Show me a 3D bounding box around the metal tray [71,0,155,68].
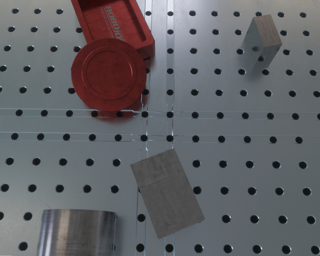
[{"bbox_3d":[-0.071,-0.155,0.465,0.091,0.030,0.130,-20,71,-8],"label":"metal tray"}]

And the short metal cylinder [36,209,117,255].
[{"bbox_3d":[-0.090,0.118,0.339,0.080,0.080,0.050,1,70,0],"label":"short metal cylinder"}]

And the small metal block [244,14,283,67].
[{"bbox_3d":[0.147,-0.125,0.445,0.025,0.050,0.050,-11,71,-4],"label":"small metal block"}]

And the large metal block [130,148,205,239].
[{"bbox_3d":[0.007,0.078,0.354,0.050,0.080,0.080,-21,72,-7],"label":"large metal block"}]

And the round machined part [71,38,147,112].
[{"bbox_3d":[-0.066,-0.070,0.408,0.099,0.042,0.097,-1,94,-9],"label":"round machined part"}]
